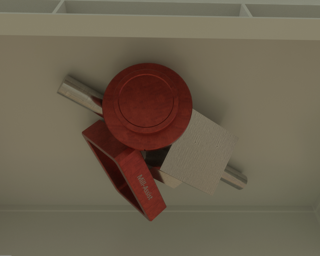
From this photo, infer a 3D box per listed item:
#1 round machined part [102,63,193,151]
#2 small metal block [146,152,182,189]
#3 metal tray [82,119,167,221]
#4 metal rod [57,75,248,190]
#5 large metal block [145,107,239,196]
[{"bbox_3d":[-0.014,-0.025,0.335,0.099,0.097,0.042,-1,171,0],"label":"round machined part"},{"bbox_3d":[0.008,0.049,0.432,0.050,0.050,0.025,31,123,-24],"label":"small metal block"},{"bbox_3d":[-0.046,0.058,0.415,0.030,0.090,0.129,-39,132,-21],"label":"metal tray"},{"bbox_3d":[0.006,0.016,0.421,0.301,0.025,0.025,29,124,-23],"label":"metal rod"},{"bbox_3d":[0.039,0.028,0.389,0.080,0.050,0.080,30,81,-23],"label":"large metal block"}]
